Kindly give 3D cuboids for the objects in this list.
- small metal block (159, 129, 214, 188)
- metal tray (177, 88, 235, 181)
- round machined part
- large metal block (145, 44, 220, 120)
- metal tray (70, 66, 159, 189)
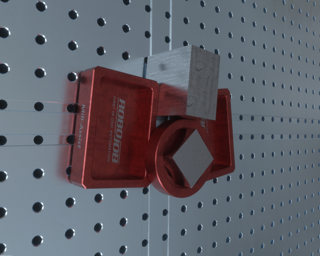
[{"bbox_3d":[0.033,0.036,0.377,0.050,0.025,0.050,-47,118,-30],"label":"small metal block"},{"bbox_3d":[0.068,0.009,0.458,0.091,0.030,0.129,-9,96,-40],"label":"metal tray"},{"bbox_3d":[0.019,0.037,0.397,0.099,0.042,0.097,0,90,-40],"label":"round machined part"},{"bbox_3d":[0.025,-0.052,0.390,0.050,0.080,0.080,8,85,-40],"label":"large metal block"},{"bbox_3d":[-0.049,0.003,0.359,0.091,0.030,0.129,8,85,-40],"label":"metal tray"}]
